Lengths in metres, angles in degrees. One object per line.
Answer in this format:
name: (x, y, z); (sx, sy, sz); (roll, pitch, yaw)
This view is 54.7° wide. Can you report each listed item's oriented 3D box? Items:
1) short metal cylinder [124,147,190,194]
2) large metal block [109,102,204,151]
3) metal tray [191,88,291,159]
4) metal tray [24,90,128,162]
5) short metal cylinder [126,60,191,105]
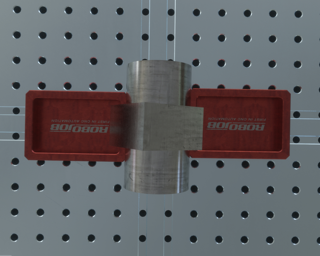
short metal cylinder: (-0.004, 0.049, 0.385); (0.081, 0.080, 0.050); (2, 90, 0)
large metal block: (-0.006, -0.001, 0.371); (0.081, 0.080, 0.050); (2, 90, -34)
metal tray: (0.102, -0.005, 0.411); (0.131, 0.030, 0.089); (1, 90, 0)
metal tray: (-0.107, -0.003, 0.409); (0.131, 0.030, 0.089); (1, 90, 0)
short metal cylinder: (-0.001, -0.051, 0.385); (0.081, 0.080, 0.050); (1, 90, 0)
